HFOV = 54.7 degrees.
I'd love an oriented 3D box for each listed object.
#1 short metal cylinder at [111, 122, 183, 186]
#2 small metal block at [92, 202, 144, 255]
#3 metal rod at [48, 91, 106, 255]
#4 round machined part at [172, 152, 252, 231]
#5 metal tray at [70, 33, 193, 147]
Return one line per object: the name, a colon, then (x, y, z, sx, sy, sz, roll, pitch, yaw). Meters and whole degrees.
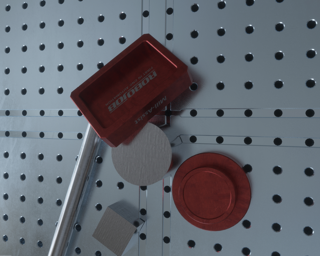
short metal cylinder: (-0.015, 0.031, 0.404, 0.080, 0.050, 0.079, 0, 90, 19)
small metal block: (-0.058, 0.141, 0.432, 0.050, 0.025, 0.050, 31, 100, 17)
metal rod: (-0.114, 0.068, 0.451, 0.025, 0.025, 0.298, 20, 97, 18)
round machined part: (0.061, 0.079, 0.382, 0.098, 0.042, 0.097, 0, 90, 19)
metal tray: (-0.037, -0.050, 0.387, 0.130, 0.030, 0.090, -40, 59, -4)
